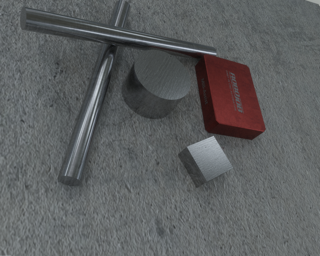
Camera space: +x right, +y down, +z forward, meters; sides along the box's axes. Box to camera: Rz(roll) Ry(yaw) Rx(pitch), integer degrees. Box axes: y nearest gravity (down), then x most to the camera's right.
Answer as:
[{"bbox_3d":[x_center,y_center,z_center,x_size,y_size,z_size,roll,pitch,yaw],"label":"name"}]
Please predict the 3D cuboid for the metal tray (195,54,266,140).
[{"bbox_3d":[0.109,-0.050,0.490,0.091,0.030,0.130,9,58,-23],"label":"metal tray"}]

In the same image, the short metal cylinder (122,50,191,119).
[{"bbox_3d":[-0.006,-0.059,0.420,0.081,0.050,0.080,14,56,-21],"label":"short metal cylinder"}]

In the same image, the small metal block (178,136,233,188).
[{"bbox_3d":[0.060,0.044,0.409,0.050,0.025,0.050,-19,72,-35],"label":"small metal block"}]

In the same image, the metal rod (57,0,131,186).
[{"bbox_3d":[-0.076,-0.068,0.404,0.025,0.025,0.300,20,54,-17],"label":"metal rod"}]

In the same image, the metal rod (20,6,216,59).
[{"bbox_3d":[-0.032,-0.123,0.434,0.302,0.025,0.025,-1,62,-38],"label":"metal rod"}]
